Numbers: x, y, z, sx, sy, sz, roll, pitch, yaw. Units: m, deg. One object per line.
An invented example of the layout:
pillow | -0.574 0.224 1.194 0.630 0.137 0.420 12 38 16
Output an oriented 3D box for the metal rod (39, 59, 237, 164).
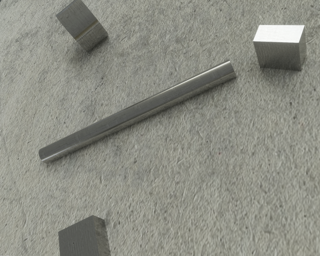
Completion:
metal rod | -0.040 -0.018 0.434 0.301 0.025 0.025 -24 53 13

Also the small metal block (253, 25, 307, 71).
small metal block | 0.144 -0.096 0.370 0.050 0.050 0.025 13 68 33

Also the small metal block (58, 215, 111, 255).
small metal block | -0.089 0.138 0.364 0.050 0.025 0.050 -28 52 10

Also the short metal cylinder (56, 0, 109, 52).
short metal cylinder | -0.137 -0.182 0.550 0.050 0.080 0.080 -40 51 1
